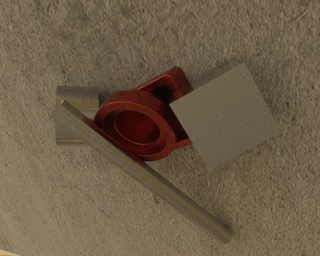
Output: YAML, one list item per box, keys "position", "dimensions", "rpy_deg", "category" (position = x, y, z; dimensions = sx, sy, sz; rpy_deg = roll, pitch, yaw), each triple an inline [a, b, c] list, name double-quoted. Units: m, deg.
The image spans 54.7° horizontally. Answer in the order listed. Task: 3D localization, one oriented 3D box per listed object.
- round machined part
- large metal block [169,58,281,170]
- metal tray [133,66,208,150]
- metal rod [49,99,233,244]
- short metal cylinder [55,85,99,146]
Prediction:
- position: [-0.024, -0.007, 0.373]
  dimensions: [0.098, 0.042, 0.097]
  rpy_deg: [11, 137, 11]
  category: "round machined part"
- position: [0.065, -0.017, 0.325]
  dimensions: [0.080, 0.050, 0.080]
  rpy_deg: [-29, 104, 10]
  category: "large metal block"
- position: [-0.009, -0.012, 0.401]
  dimensions: [0.130, 0.030, 0.090]
  rpy_deg: [-22, 107, 36]
  category: "metal tray"
- position: [-0.008, 0.069, 0.397]
  dimensions: [0.300, 0.025, 0.025]
  rpy_deg: [41, 131, -23]
  category: "metal rod"
- position: [-0.109, -0.015, 0.410]
  dimensions: [0.050, 0.080, 0.079]
  rpy_deg: [1, 126, -14]
  category: "short metal cylinder"
